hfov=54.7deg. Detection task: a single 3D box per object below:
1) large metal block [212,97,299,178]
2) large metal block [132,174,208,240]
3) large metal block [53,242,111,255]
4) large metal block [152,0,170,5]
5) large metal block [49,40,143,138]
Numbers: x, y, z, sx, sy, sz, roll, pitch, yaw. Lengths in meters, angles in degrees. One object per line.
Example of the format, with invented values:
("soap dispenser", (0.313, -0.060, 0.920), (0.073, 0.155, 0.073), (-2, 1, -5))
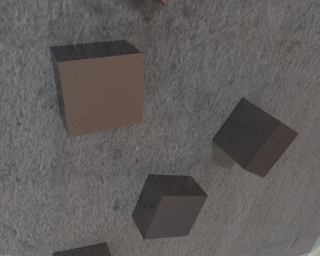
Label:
("large metal block", (0.137, 0.013, 0.457), (0.050, 0.080, 0.080), (24, 105, -37))
("large metal block", (0.014, 0.120, 0.474), (0.081, 0.050, 0.079), (8, 114, -32))
("large metal block", (-0.119, 0.228, 0.468), (0.081, 0.050, 0.079), (-1, 119, -29))
("large metal block", (-0.004, -0.175, 0.281), (0.080, 0.050, 0.080), (-49, 129, 6))
("large metal block", (-0.065, -0.044, 0.329), (0.081, 0.050, 0.079), (-12, 124, -22))
